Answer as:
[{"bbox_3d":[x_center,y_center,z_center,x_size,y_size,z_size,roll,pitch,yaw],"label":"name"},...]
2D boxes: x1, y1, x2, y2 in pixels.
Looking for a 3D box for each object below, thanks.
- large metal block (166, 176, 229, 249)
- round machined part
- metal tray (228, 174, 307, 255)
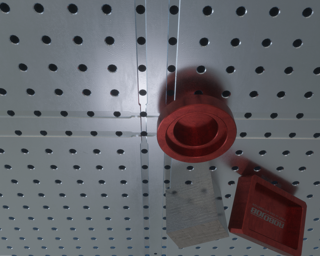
[{"bbox_3d":[0.056,0.133,0.489,0.080,0.080,0.050,-20,127,16],"label":"large metal block"},{"bbox_3d":[0.045,-0.003,0.398,0.099,0.042,0.097,0,130,0],"label":"round machined part"},{"bbox_3d":[0.173,0.139,0.486,0.131,0.090,0.030,29,155,-22],"label":"metal tray"}]
